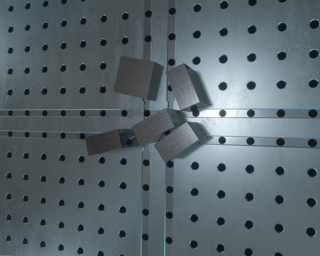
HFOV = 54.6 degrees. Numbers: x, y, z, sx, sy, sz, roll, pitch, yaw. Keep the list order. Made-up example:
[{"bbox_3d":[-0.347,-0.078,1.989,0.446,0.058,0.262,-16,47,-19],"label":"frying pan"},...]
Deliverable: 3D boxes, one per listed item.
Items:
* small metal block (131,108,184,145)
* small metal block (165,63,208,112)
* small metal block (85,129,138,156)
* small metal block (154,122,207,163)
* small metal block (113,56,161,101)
[{"bbox_3d":[-0.001,-0.002,0.400,0.050,0.050,0.025,-28,81,18],"label":"small metal block"},{"bbox_3d":[0.035,-0.049,0.387,0.025,0.050,0.050,-23,82,19],"label":"small metal block"},{"bbox_3d":[-0.065,0.019,0.423,0.050,0.050,0.025,-14,86,19],"label":"small metal block"},{"bbox_3d":[0.027,0.017,0.390,0.050,0.050,0.025,-36,79,16],"label":"small metal block"},{"bbox_3d":[-0.031,-0.068,0.424,0.050,0.025,0.050,14,95,19],"label":"small metal block"}]
